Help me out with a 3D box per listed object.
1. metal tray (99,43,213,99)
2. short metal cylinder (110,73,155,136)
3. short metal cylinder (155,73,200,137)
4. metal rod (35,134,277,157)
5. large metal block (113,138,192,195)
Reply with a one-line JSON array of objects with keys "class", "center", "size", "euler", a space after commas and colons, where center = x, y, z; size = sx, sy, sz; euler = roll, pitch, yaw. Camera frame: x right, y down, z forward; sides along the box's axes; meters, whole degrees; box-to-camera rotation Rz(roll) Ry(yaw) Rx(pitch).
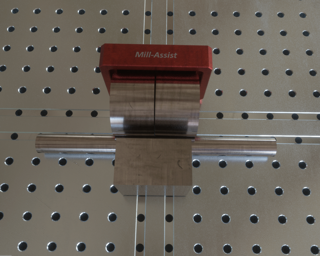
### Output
[{"class": "metal tray", "center": [-0.004, -0.069, 0.398], "size": [0.131, 0.090, 0.030], "euler": [1, 70, 0]}, {"class": "short metal cylinder", "center": [-0.032, -0.030, 0.390], "size": [0.050, 0.080, 0.080], "euler": [1, 70, 0]}, {"class": "short metal cylinder", "center": [0.020, -0.029, 0.390], "size": [0.050, 0.080, 0.080], "euler": [2, 70, 0]}, {"class": "metal rod", "center": [-0.005, 0.022, 0.399], "size": [0.302, 0.025, 0.025], "euler": [1, 70, 0]}, {"class": "large metal block", "center": [-0.007, 0.048, 0.360], "size": [0.081, 0.080, 0.050], "euler": [1, 70, 0]}]
